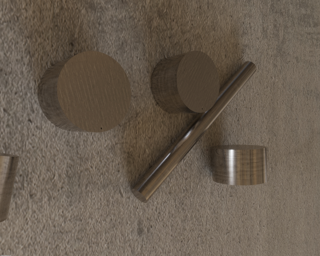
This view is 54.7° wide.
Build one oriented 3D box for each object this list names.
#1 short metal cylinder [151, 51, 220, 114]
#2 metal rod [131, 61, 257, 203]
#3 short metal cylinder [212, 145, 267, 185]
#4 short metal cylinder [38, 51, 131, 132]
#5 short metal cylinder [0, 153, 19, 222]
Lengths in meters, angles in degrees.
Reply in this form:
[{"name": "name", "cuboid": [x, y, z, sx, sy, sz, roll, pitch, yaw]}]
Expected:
[{"name": "short metal cylinder", "cuboid": [0.035, -0.060, 0.417, 0.081, 0.050, 0.079, 0, 90, -40]}, {"name": "metal rod", "cuboid": [0.064, -0.010, 0.458, 0.301, 0.025, 0.025, -46, 118, -30]}, {"name": "short metal cylinder", "cuboid": [0.120, 0.054, 0.470, 0.081, 0.080, 0.050, -3, 92, -40]}, {"name": "short metal cylinder", "cuboid": [-0.078, -0.036, 0.323, 0.081, 0.050, 0.079, 0, 90, -40]}, {"name": "short metal cylinder", "cuboid": [-0.156, 0.041, 0.238, 0.081, 0.080, 0.050, 13, 82, -39]}]
